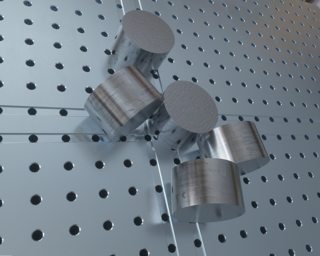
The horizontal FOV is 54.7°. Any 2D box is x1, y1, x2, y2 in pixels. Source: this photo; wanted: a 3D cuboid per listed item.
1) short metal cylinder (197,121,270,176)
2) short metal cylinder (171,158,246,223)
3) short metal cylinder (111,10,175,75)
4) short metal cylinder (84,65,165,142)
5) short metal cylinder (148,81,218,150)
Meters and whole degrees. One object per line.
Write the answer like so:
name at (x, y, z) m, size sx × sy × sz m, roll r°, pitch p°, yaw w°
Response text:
short metal cylinder at (0.094, 0.032, 0.404) m, size 0.081 × 0.080 × 0.050 m, roll -2°, pitch 63°, yaw -29°
short metal cylinder at (0.053, 0.074, 0.356) m, size 0.081 × 0.080 × 0.050 m, roll 12°, pitch 57°, yaw -22°
short metal cylinder at (-0.025, -0.125, 0.454) m, size 0.081 × 0.050 × 0.080 m, roll 14°, pitch 56°, yaw -21°
short metal cylinder at (-0.041, -0.028, 0.367) m, size 0.050 × 0.080 × 0.081 m, roll 49°, pitch 51°, yaw 6°
short metal cylinder at (0.031, -0.017, 0.419) m, size 0.081 × 0.050 × 0.080 m, roll 14°, pitch 56°, yaw -21°
